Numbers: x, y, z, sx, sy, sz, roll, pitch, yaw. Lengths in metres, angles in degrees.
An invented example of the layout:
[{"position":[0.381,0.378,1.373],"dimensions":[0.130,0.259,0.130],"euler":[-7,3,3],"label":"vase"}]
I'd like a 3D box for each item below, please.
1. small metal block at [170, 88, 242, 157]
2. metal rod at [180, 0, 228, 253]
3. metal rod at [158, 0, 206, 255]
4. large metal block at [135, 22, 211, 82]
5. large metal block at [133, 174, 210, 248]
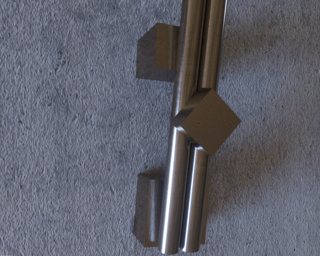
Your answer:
[{"position":[0.048,-0.007,0.324],"dimensions":[0.050,0.025,0.050],"euler":[44,82,-21],"label":"small metal block"},{"position":[0.048,-0.007,0.351],"dimensions":[0.025,0.025,0.298],"euler":[3,96,-20],"label":"metal rod"},{"position":[0.024,-0.008,0.342],"dimensions":[0.025,0.025,0.298],"euler":[3,96,-20],"label":"metal rod"},{"position":[0.020,-0.089,0.389],"dimensions":[0.081,0.080,0.050],"euler":[3,89,-20],"label":"large metal block"},{"position":[0.014,0.104,0.402],"dimensions":[0.081,0.050,0.080],"euler":[5,88,-20],"label":"large metal block"}]
